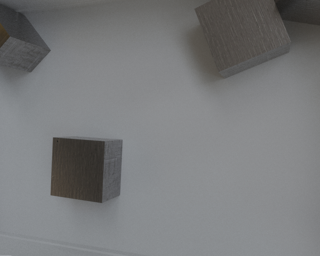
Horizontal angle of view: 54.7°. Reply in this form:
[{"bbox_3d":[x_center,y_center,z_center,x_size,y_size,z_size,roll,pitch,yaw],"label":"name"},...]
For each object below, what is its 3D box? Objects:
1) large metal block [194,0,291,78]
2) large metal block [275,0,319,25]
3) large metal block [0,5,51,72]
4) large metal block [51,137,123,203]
[{"bbox_3d":[0.097,-0.114,0.363,0.080,0.050,0.080,-21,83,19],"label":"large metal block"},{"bbox_3d":[0.168,-0.145,0.322,0.080,0.080,0.050,16,96,19],"label":"large metal block"},{"bbox_3d":[-0.227,-0.136,0.461,0.050,0.080,0.080,-42,77,15],"label":"large metal block"},{"bbox_3d":[-0.102,0.054,0.433,0.080,0.050,0.079,3,91,20],"label":"large metal block"}]
